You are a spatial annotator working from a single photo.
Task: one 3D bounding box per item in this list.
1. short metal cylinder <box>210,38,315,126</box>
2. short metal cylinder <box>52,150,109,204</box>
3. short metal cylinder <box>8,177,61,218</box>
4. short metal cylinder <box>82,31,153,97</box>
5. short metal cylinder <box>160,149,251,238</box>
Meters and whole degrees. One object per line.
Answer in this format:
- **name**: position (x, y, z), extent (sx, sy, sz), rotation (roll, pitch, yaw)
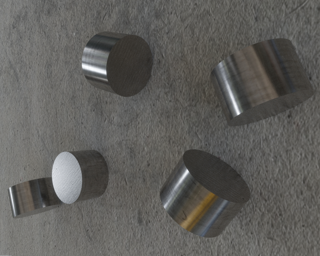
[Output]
- **short metal cylinder**: position (0.094, -0.040, 0.292), extent (0.080, 0.081, 0.050), rotation (-28, 72, 36)
- **short metal cylinder**: position (-0.128, 0.076, 0.494), extent (0.080, 0.050, 0.080), rotation (0, 90, 40)
- **short metal cylinder**: position (-0.224, 0.125, 0.554), extent (0.080, 0.081, 0.050), rotation (-29, 72, 36)
- **short metal cylinder**: position (-0.056, -0.086, 0.415), extent (0.050, 0.081, 0.079), rotation (21, 103, 38)
- **short metal cylinder**: position (0.047, 0.067, 0.330), extent (0.080, 0.081, 0.050), rotation (45, 117, 30)
